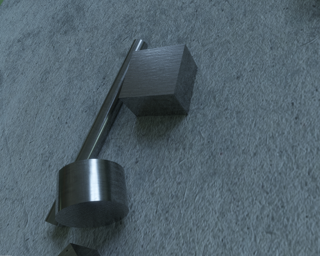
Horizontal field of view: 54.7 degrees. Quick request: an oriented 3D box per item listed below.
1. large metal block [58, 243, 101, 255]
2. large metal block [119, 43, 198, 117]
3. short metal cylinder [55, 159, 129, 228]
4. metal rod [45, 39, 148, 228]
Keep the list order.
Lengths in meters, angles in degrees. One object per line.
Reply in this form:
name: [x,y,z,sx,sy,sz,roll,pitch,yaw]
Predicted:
large metal block: [-0.089,0.183,0.322,0.080,0.050,0.080,-46,51,-4]
large metal block: [0.000,-0.064,0.427,0.080,0.050,0.080,-1,61,27]
short metal cylinder: [-0.079,0.078,0.362,0.080,0.080,0.050,-22,54,15]
metal rod: [-0.084,-0.006,0.451,0.025,0.025,0.300,9,66,32]
